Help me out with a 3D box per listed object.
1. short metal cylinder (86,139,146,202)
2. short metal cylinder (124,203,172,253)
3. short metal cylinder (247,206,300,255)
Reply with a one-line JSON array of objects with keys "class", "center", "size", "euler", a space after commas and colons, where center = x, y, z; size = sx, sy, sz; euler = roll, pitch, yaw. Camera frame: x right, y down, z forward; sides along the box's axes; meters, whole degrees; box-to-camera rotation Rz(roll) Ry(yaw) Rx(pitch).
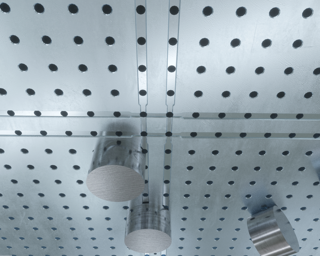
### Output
[{"class": "short metal cylinder", "center": [-0.061, 0.062, 0.447], "size": [0.081, 0.050, 0.079], "euler": [0, 130, 0]}, {"class": "short metal cylinder", "center": [-0.020, 0.178, 0.546], "size": [0.081, 0.050, 0.079], "euler": [0, 130, 0]}, {"class": "short metal cylinder", "center": [0.194, 0.181, 0.531], "size": [0.050, 0.080, 0.080], "euler": [-33, 123, 25]}]
